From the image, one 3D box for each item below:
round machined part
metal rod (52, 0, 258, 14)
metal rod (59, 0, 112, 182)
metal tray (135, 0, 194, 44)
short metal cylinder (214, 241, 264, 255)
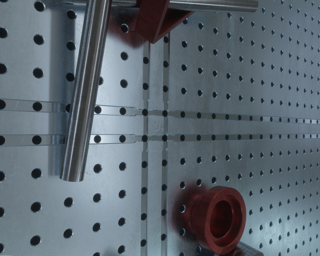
[{"bbox_3d":[0.085,0.137,0.473,0.099,0.042,0.097,0,90,-40],"label":"round machined part"},{"bbox_3d":[0.016,-0.165,0.399,0.303,0.025,0.025,-11,97,-32],"label":"metal rod"},{"bbox_3d":[-0.069,-0.092,0.323,0.025,0.025,0.298,7,95,-40],"label":"metal rod"},{"bbox_3d":[0.028,-0.174,0.391,0.030,0.090,0.131,40,59,7],"label":"metal tray"},{"bbox_3d":[0.121,0.221,0.487,0.081,0.050,0.079,-18,115,-43],"label":"short metal cylinder"}]
